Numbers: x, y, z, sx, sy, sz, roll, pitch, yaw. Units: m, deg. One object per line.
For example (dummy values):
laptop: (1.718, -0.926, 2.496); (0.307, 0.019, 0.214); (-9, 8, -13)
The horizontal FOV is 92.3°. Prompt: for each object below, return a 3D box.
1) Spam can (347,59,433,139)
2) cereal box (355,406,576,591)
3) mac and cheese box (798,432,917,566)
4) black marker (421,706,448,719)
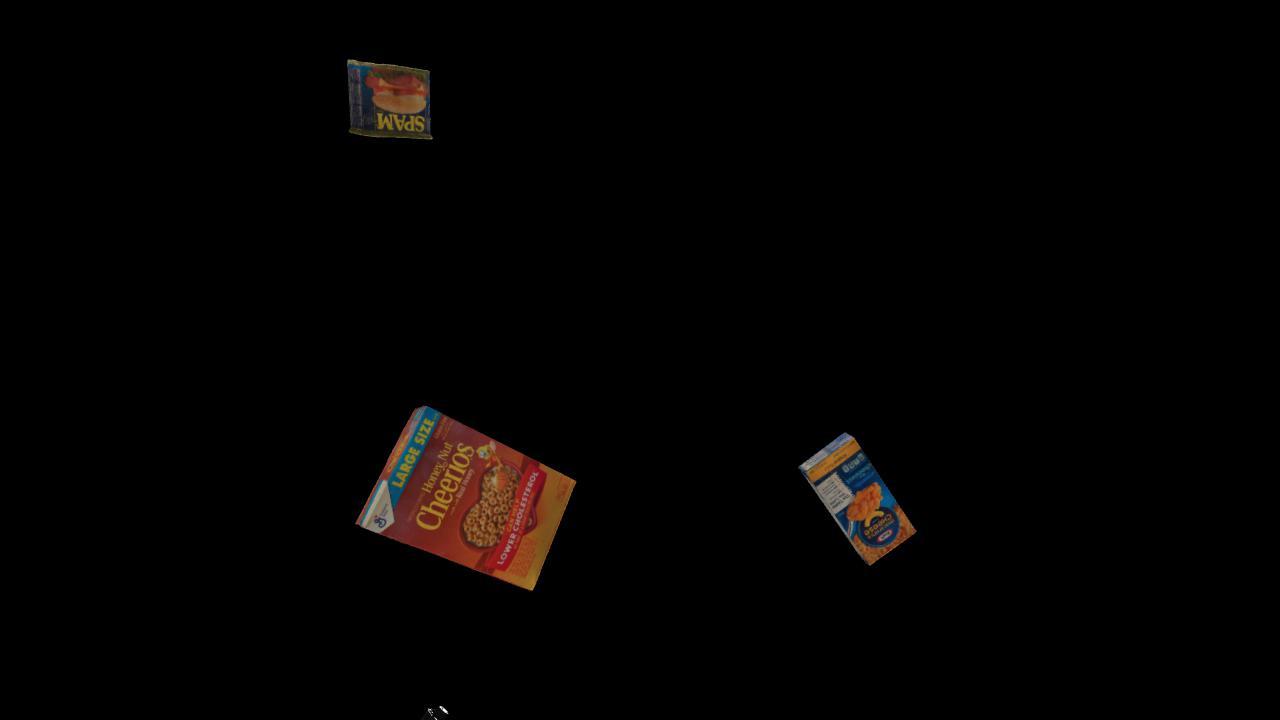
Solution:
Spam can: (-0.318, -0.330, 0.784); (0.058, 0.085, 0.101); (20, 25, 31)
cereal box: (-0.277, 0.233, 1.023); (0.306, 0.203, 0.081); (34, -25, -28)
mac and cheese box: (0.331, 0.212, 0.938); (0.093, 0.184, 0.041); (-36, 8, -2)
black marker: (-0.176, 0.294, 0.419); (0.020, 0.121, 0.020); (34, -20, 14)
